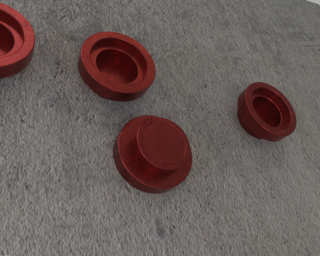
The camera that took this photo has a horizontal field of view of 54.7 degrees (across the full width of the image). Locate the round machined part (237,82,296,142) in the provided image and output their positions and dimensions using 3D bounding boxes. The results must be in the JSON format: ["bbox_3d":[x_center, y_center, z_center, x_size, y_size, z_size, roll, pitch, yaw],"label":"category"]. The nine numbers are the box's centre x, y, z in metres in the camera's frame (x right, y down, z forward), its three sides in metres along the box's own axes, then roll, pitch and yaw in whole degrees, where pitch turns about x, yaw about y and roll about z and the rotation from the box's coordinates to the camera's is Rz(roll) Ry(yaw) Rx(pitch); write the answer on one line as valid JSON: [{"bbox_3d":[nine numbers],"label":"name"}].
[{"bbox_3d":[0.164,-0.022,0.494,0.099,0.042,0.098,14,56,-21],"label":"round machined part"}]

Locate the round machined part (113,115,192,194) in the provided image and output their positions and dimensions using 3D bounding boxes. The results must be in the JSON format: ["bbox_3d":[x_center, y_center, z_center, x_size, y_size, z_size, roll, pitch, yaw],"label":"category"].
[{"bbox_3d":[-0.003,0.026,0.375,0.099,0.042,0.098,14,56,-21],"label":"round machined part"}]

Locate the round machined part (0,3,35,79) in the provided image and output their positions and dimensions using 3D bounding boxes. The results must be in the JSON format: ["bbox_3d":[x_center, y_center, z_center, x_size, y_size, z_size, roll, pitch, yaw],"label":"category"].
[{"bbox_3d":[-0.194,-0.094,0.345,0.099,0.042,0.098,14,56,-21],"label":"round machined part"}]

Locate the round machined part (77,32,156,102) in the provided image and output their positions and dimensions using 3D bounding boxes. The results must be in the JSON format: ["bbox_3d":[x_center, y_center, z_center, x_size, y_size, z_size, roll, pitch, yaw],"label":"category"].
[{"bbox_3d":[-0.059,-0.075,0.407,0.099,0.042,0.098,14,56,-21],"label":"round machined part"}]
